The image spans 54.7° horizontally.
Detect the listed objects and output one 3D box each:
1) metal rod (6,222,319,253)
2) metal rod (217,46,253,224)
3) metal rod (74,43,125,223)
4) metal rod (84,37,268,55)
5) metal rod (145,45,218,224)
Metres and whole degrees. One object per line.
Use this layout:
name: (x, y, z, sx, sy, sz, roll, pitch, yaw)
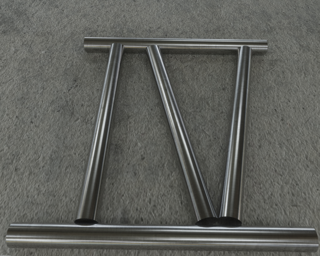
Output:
metal rod: (0.002, 0.110, 0.311, 0.302, 0.025, 0.025, 1, 50, 0)
metal rod: (0.106, -0.014, 0.416, 0.025, 0.025, 0.300, 10, 51, 8)
metal rod: (-0.073, -0.016, 0.416, 0.025, 0.025, 0.300, 1, 50, 0)
metal rod: (0.026, -0.138, 0.521, 0.302, 0.025, 0.025, 1, 50, 0)
metal rod: (0.018, -0.014, 0.416, 0.025, 0.025, 0.300, -9, 51, -8)
